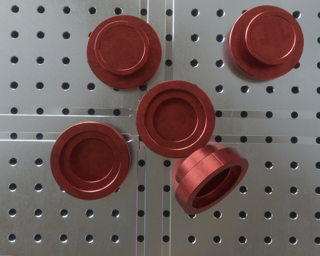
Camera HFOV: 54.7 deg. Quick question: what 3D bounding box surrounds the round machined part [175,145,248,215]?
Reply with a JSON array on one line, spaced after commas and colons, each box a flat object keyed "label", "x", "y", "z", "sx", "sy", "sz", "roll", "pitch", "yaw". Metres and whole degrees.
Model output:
[{"label": "round machined part", "x": 0.059, "y": 0.059, "z": 0.387, "sx": 0.098, "sy": 0.098, "sz": 0.042, "roll": -40, "pitch": 56, "yaw": 0}]

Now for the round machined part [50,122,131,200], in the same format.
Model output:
[{"label": "round machined part", "x": -0.087, "y": 0.041, "z": 0.404, "sx": 0.099, "sy": 0.042, "sz": 0.097, "roll": 0, "pitch": 90, "yaw": -1}]

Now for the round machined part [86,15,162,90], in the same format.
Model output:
[{"label": "round machined part", "x": -0.047, "y": -0.100, "z": 0.404, "sx": 0.099, "sy": 0.042, "sz": 0.097, "roll": 0, "pitch": 90, "yaw": -1}]

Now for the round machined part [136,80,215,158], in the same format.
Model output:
[{"label": "round machined part", "x": 0.020, "y": -0.010, "z": 0.402, "sx": 0.099, "sy": 0.042, "sz": 0.097, "roll": 0, "pitch": 86, "yaw": 3}]

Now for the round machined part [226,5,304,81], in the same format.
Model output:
[{"label": "round machined part", "x": 0.141, "y": -0.113, "z": 0.407, "sx": 0.099, "sy": 0.042, "sz": 0.097, "roll": 0, "pitch": 90, "yaw": -1}]
